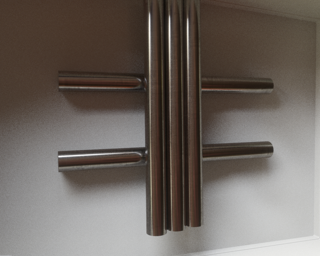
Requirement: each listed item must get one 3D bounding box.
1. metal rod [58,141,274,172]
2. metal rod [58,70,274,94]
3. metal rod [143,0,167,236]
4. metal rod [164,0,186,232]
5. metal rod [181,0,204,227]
[{"bbox_3d":[0.022,0.036,0.417,0.303,0.025,0.025,-1,91,-20],"label":"metal rod"},{"bbox_3d":[0.022,-0.059,0.417,0.303,0.025,0.025,-2,91,-20],"label":"metal rod"},{"bbox_3d":[-0.006,-0.021,0.379,0.025,0.025,0.298,-1,90,-20],"label":"metal rod"},{"bbox_3d":[0.018,-0.023,0.388,0.025,0.025,0.298,-1,90,-20],"label":"metal rod"},{"bbox_3d":[0.041,-0.026,0.397,0.025,0.025,0.298,-1,90,-20],"label":"metal rod"}]
